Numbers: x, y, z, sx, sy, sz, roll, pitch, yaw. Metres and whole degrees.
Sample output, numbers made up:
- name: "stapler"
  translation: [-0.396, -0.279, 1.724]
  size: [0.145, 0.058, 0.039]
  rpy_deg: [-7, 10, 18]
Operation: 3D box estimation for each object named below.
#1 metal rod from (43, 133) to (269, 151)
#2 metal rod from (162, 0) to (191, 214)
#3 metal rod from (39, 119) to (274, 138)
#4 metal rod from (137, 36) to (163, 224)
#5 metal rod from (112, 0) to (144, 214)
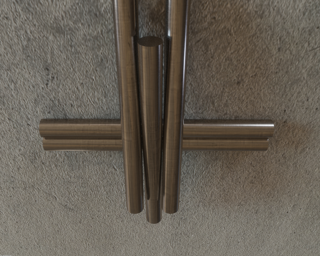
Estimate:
- name: "metal rod"
  translation: [-0.005, 0.019, 0.426]
  size: [0.302, 0.025, 0.025]
  rpy_deg: [0, 130, -1]
- name: "metal rod"
  translation: [0.016, -0.010, 0.372]
  size: [0.025, 0.025, 0.298]
  rpy_deg: [0, 122, -1]
- name: "metal rod"
  translation: [-0.003, 0.000, 0.410]
  size: [0.302, 0.025, 0.025]
  rpy_deg: [0, 130, -1]
- name: "metal rod"
  translation: [-0.010, 0.029, 0.400]
  size: [0.025, 0.025, 0.298]
  rpy_deg: [0, 130, 0]
- name: "metal rod"
  translation: [-0.035, -0.010, 0.372]
  size: [0.025, 0.025, 0.298]
  rpy_deg: [0, 122, -1]
